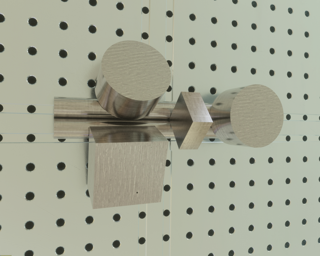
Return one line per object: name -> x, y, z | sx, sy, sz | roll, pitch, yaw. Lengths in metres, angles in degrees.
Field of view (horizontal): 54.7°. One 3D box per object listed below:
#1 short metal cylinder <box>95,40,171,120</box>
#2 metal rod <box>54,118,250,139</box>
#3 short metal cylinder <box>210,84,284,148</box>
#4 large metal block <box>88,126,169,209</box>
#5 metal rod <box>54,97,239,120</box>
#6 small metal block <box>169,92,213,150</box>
short metal cylinder -> -0.033, -0.056, 0.368 | 0.081, 0.050, 0.080 | 8, 63, -17
metal rod -> 0.017, 0.002, 0.416 | 0.303, 0.025, 0.025 | 1, 90, -20
short metal cylinder -> 0.114, -0.015, 0.411 | 0.081, 0.050, 0.079 | 0, 90, -20
large metal block -> -0.041, 0.044, 0.366 | 0.081, 0.050, 0.079 | -1, 111, -20
metal rod -> 0.017, -0.023, 0.416 | 0.303, 0.025, 0.025 | 1, 90, -20
small metal block -> 0.036, -0.009, 0.379 | 0.025, 0.050, 0.050 | 1, 48, -20
